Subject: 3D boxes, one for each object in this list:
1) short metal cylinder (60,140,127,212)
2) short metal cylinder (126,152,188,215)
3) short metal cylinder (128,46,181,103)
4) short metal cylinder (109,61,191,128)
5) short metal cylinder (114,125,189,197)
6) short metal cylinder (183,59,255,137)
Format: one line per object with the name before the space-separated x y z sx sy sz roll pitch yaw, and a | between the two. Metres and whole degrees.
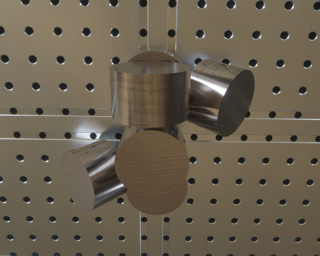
short metal cylinder | -0.085 0.060 0.399 0.050 0.080 0.079 -20 117 -40
short metal cylinder | -0.005 0.071 0.425 0.081 0.050 0.079 0 111 -1
short metal cylinder | -0.008 -0.056 0.379 0.081 0.050 0.079 0 111 0
short metal cylinder | -0.010 -0.037 0.315 0.081 0.080 0.050 0 110 0
short metal cylinder | -0.009 0.031 0.357 0.081 0.050 0.079 0 110 0
short metal cylinder | 0.068 -0.036 0.364 0.050 0.081 0.079 25 114 34
